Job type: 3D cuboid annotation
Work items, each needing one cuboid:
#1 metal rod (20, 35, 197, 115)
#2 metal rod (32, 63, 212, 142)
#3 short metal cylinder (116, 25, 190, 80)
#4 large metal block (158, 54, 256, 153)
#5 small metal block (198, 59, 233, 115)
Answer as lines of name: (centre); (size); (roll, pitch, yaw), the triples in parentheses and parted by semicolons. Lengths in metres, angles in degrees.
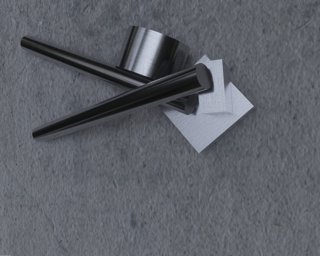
metal rod: (-0.086, -0.079, 0.409); (0.300, 0.025, 0.025); (24, 98, 29)
metal rod: (-0.072, -0.019, 0.378); (0.300, 0.025, 0.025); (-14, 85, 40)
short metal cylinder: (-0.009, -0.087, 0.385); (0.080, 0.080, 0.050); (22, 97, 18)
large metal block: (0.057, -0.027, 0.375); (0.080, 0.050, 0.080); (-43, 76, 16)
small metal block: (0.057, -0.040, 0.320); (0.025, 0.050, 0.050); (-4, 89, 20)
